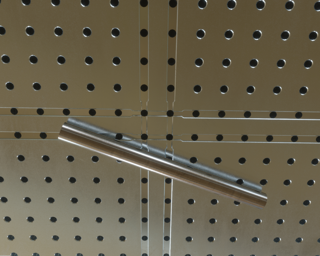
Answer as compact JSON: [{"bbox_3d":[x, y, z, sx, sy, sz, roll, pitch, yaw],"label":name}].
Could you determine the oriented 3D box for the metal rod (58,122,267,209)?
[{"bbox_3d":[0.009,0.055,0.433,0.301,0.025,0.025,20,109,-8],"label":"metal rod"}]
